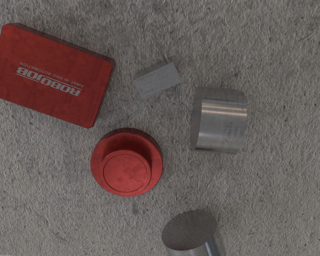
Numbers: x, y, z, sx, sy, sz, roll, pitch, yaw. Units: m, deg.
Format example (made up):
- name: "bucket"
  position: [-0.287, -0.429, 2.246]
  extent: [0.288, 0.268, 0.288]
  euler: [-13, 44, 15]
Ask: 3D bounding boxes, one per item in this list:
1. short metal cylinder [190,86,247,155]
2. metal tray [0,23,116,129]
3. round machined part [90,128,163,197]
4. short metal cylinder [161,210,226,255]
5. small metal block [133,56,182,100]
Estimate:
- name: "short metal cylinder"
  position: [0.068, -0.009, 0.378]
  extent: [0.050, 0.080, 0.079]
  euler: [5, 110, -2]
- name: "metal tray"
  position: [-0.131, -0.063, 0.383]
  extent: [0.131, 0.030, 0.089]
  euler: [20, 109, -8]
- name: "round machined part"
  position: [-0.045, 0.052, 0.420]
  extent: [0.099, 0.042, 0.097]
  euler: [0, 110, 0]
- name: "short metal cylinder"
  position: [0.048, 0.163, 0.441]
  extent: [0.080, 0.080, 0.050]
  euler: [-17, 109, 6]
- name: "small metal block"
  position: [-0.003, -0.062, 0.374]
  extent: [0.050, 0.050, 0.025]
  euler: [-24, 109, 8]
